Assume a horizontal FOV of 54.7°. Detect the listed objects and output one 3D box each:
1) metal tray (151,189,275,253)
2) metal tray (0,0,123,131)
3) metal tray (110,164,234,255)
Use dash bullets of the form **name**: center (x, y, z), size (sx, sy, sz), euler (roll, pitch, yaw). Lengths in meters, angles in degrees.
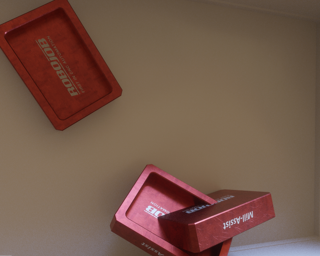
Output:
- **metal tray**: center (0.065, 0.108, 0.384), size (0.131, 0.090, 0.030), euler (-10, 88, -33)
- **metal tray**: center (-0.116, -0.073, 0.364), size (0.090, 0.030, 0.130), euler (-34, 101, -17)
- **metal tray**: center (0.020, 0.111, 0.367), size (0.130, 0.030, 0.090), euler (29, 46, 5)
